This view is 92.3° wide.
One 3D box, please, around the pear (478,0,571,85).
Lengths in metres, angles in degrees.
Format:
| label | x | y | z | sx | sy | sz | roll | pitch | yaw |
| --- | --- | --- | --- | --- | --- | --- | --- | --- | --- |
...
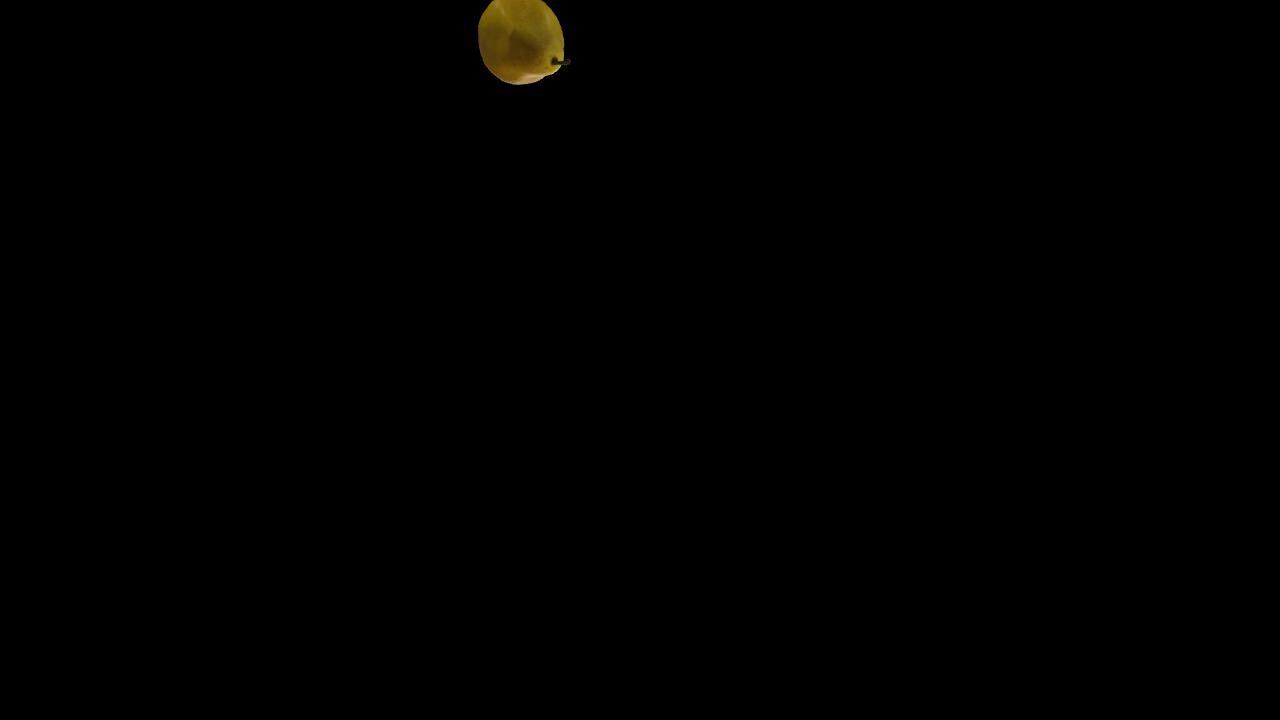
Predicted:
| label | x | y | z | sx | sy | sz | roll | pitch | yaw |
| --- | --- | --- | --- | --- | --- | --- | --- | --- | --- |
| pear | -0.100 | -0.280 | 0.558 | 0.080 | 0.080 | 0.111 | 0 | 44 | -36 |
